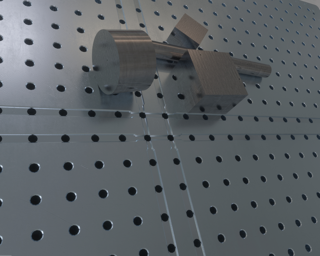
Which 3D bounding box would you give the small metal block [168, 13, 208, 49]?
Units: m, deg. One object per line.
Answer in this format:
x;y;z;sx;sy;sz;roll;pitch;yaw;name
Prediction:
0.049;-0.163;0.534;0.050;0.025;0.050;34;51;-6;small metal block

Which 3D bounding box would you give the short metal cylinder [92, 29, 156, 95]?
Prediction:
-0.048;-0.086;0.399;0.050;0.080;0.080;-11;68;-33;short metal cylinder

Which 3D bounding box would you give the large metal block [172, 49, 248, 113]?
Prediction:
0.076;-0.071;0.476;0.081;0.050;0.080;-3;64;-30;large metal block

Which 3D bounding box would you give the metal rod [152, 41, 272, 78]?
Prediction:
0.065;-0.116;0.513;0.302;0.025;0.025;4;60;-26;metal rod
